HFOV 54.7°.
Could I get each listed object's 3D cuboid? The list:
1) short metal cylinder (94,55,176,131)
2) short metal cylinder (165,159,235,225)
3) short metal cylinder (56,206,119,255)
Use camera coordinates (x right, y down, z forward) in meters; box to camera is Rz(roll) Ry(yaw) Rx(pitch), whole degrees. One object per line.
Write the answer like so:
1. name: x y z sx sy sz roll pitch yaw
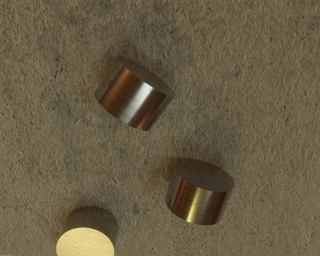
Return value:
1. short metal cylinder: -0.029 -0.041 0.365 0.080 0.080 0.050 33 107 -12
2. short metal cylinder: 0.052 0.083 0.411 0.080 0.080 0.050 13 110 -5
3. short metal cylinder: -0.104 0.163 0.456 0.081 0.050 0.079 0 110 0
